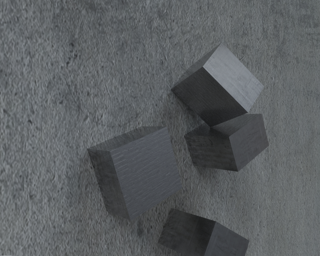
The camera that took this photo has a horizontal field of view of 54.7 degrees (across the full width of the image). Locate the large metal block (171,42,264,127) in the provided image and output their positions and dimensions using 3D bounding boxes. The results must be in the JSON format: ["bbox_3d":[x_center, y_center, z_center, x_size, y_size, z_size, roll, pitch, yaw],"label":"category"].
[{"bbox_3d":[0.075,-0.054,0.418,0.080,0.080,0.050,43,62,-11],"label":"large metal block"}]

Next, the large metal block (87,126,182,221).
[{"bbox_3d":[-0.028,0.048,0.365,0.081,0.050,0.080,-24,105,-38],"label":"large metal block"}]

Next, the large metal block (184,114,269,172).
[{"bbox_3d":[0.097,0.018,0.450,0.081,0.080,0.050,-29,109,-36],"label":"large metal block"}]

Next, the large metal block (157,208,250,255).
[{"bbox_3d":[0.059,0.154,0.418,0.080,0.080,0.050,37,67,-34],"label":"large metal block"}]
